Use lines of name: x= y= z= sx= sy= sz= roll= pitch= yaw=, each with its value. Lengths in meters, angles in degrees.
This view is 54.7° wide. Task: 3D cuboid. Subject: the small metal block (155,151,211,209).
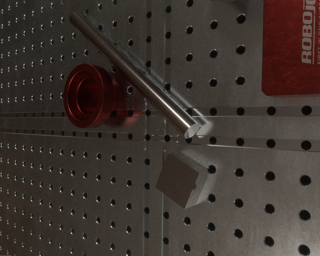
small metal block: x=0.028 y=0.063 z=0.385 sx=0.050 sy=0.025 sz=0.050 roll=31 pitch=109 yaw=35

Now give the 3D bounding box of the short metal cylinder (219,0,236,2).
short metal cylinder: x=0.069 y=-0.178 z=0.315 sx=0.050 sy=0.081 sz=0.080 roll=52 pitch=120 yaw=27

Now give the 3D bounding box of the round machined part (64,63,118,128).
round machined part: x=-0.103 y=-0.049 z=0.481 sx=0.098 sy=0.042 sz=0.097 roll=0 pitch=90 yaw=39

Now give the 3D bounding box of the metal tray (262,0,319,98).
metal tray: x=0.145 y=-0.095 z=0.286 sx=0.090 sy=0.030 sz=0.129 roll=2 pitch=91 yaw=39

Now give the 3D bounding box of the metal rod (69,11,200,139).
metal rod: x=-0.051 y=-0.091 z=0.449 sx=0.300 sy=0.025 sz=0.025 roll=46 pitch=117 yaw=29
